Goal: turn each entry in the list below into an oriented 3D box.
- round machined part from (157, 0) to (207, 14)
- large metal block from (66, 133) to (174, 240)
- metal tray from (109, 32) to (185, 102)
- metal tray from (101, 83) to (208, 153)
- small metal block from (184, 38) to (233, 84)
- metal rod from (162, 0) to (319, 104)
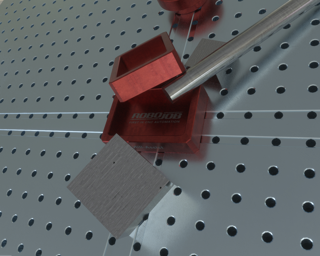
[{"bbox_3d":[0.043,-0.230,0.515,0.098,0.042,0.098,-13,56,20],"label":"round machined part"},{"bbox_3d":[-0.043,0.066,0.355,0.080,0.050,0.080,41,84,16],"label":"large metal block"},{"bbox_3d":[-0.020,-0.089,0.430,0.090,0.030,0.130,-26,26,8],"label":"metal tray"},{"bbox_3d":[-0.008,-0.015,0.416,0.130,0.030,0.090,-1,61,27],"label":"metal tray"},{"bbox_3d":[0.071,-0.093,0.427,0.050,0.025,0.050,23,74,36],"label":"small metal block"},{"bbox_3d":[0.132,-0.126,0.392,0.301,0.025,0.025,-35,51,-5],"label":"metal rod"}]
